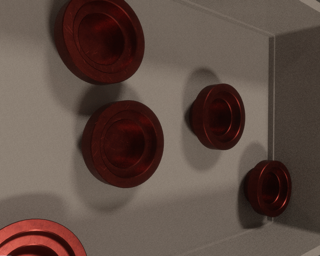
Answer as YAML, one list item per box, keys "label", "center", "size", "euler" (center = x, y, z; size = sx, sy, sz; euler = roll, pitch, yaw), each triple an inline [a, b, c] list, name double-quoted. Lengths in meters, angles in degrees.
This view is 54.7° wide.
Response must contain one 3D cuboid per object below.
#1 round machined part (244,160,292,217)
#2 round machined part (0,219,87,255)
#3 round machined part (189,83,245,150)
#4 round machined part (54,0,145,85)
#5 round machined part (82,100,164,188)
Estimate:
- label: "round machined part"
  center: [0.188, 0.106, 0.553]
  size: [0.099, 0.042, 0.097]
  euler: [1, 88, -35]
- label: "round machined part"
  center: [-0.118, 0.137, 0.278]
  size: [0.099, 0.042, 0.098]
  euler: [19, 47, -22]
- label: "round machined part"
  center: [0.082, -0.016, 0.467]
  size: [0.099, 0.042, 0.097]
  euler: [0, 90, -40]
- label: "round machined part"
  center: [-0.068, -0.096, 0.340]
  size: [0.099, 0.042, 0.097]
  euler: [0, 90, -40]
- label: "round machined part"
  center: [-0.046, 0.018, 0.359]
  size: [0.099, 0.042, 0.097]
  euler: [0, 90, -40]
